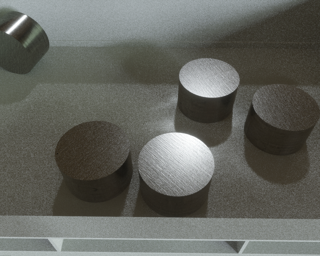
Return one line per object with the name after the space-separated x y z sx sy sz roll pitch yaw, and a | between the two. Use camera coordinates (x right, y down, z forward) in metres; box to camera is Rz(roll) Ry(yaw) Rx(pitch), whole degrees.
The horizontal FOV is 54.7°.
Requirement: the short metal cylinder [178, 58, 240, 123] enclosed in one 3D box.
0.066 -0.053 0.434 0.080 0.050 0.080 0 50 0 | short metal cylinder

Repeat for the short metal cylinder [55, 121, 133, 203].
-0.073 0.038 0.356 0.080 0.050 0.080 0 50 0 | short metal cylinder

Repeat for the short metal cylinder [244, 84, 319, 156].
0.154 -0.011 0.399 0.080 0.050 0.080 0 50 0 | short metal cylinder

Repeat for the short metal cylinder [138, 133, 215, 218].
0.017 0.052 0.345 0.080 0.050 0.080 0 50 0 | short metal cylinder

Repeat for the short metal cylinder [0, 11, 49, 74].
-0.221 -0.130 0.477 0.080 0.080 0.050 13 51 10 | short metal cylinder
